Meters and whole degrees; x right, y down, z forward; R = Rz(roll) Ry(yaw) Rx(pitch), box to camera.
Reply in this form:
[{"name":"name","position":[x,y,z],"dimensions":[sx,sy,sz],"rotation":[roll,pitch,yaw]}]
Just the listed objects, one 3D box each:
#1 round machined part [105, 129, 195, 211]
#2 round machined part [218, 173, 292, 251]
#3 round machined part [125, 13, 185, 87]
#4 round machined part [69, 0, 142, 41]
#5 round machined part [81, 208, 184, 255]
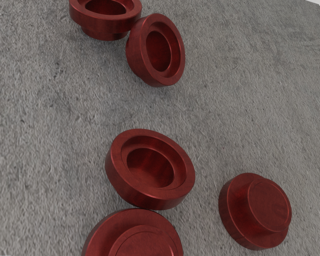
[{"name":"round machined part","position":[-0.014,0.049,0.344],"dimensions":[0.099,0.042,0.098],"rotation":[19,37,-15]},{"name":"round machined part","position":[0.128,0.103,0.399],"dimensions":[0.099,0.042,0.098],"rotation":[14,56,-21]},{"name":"round machined part","position":[-0.010,-0.105,0.433],"dimensions":[0.099,0.042,0.097],"rotation":[6,83,-50]},{"name":"round machined part","position":[-0.077,-0.159,0.437],"dimensions":[0.099,0.042,0.098],"rotation":[7,47,-7]},{"name":"round machined part","position":[-0.021,0.125,0.290],"dimensions":[0.099,0.042,0.098],"rotation":[6,73,-22]}]
